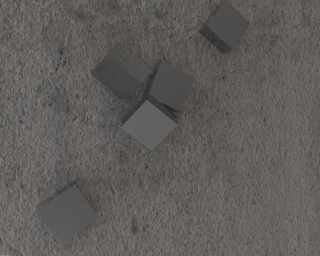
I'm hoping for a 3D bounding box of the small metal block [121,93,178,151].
[{"bbox_3d":[-0.013,-0.007,0.392,0.050,0.025,0.050,38,111,-16],"label":"small metal block"}]

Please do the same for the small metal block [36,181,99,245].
[{"bbox_3d":[-0.110,0.100,0.369,0.050,0.025,0.050,-36,102,-17],"label":"small metal block"}]

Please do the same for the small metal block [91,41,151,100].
[{"bbox_3d":[-0.048,-0.068,0.375,0.050,0.050,0.025,41,54,-16],"label":"small metal block"}]

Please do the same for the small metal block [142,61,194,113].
[{"bbox_3d":[0.011,-0.054,0.413,0.050,0.025,0.050,24,82,-19],"label":"small metal block"}]

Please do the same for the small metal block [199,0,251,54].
[{"bbox_3d":[0.092,-0.144,0.443,0.050,0.025,0.050,38,78,-16],"label":"small metal block"}]
